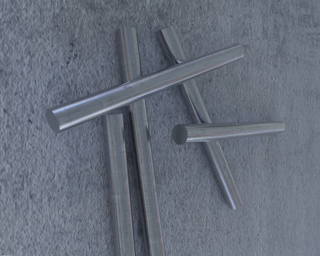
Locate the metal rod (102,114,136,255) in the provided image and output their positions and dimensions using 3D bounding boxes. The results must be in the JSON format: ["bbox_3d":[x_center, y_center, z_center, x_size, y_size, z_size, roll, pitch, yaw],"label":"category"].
[{"bbox_3d":[-0.043,0.132,0.368,0.025,0.025,0.298,-8,95,-40],"label":"metal rod"}]

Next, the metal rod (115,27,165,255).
[{"bbox_3d":[-0.022,0.030,0.385,0.025,0.025,0.298,-12,98,-39],"label":"metal rod"}]

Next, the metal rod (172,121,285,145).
[{"bbox_3d":[0.126,0.003,0.485,0.302,0.025,0.025,-3,92,-47],"label":"metal rod"}]

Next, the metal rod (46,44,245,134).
[{"bbox_3d":[0.009,-0.060,0.377,0.302,0.025,0.025,-27,107,-37],"label":"metal rod"}]

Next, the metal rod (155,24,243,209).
[{"bbox_3d":[0.064,-0.004,0.458,0.025,0.025,0.299,-38,113,-33],"label":"metal rod"}]
